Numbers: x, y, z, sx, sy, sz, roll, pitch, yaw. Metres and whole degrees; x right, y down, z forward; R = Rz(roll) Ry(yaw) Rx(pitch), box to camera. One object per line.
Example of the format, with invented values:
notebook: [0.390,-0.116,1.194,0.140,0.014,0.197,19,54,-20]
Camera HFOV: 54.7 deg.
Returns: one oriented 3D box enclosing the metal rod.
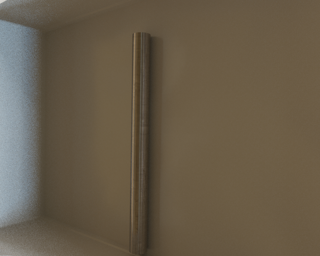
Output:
metal rod: [-0.028,0.021,0.427,0.025,0.025,0.298,2,91,39]
